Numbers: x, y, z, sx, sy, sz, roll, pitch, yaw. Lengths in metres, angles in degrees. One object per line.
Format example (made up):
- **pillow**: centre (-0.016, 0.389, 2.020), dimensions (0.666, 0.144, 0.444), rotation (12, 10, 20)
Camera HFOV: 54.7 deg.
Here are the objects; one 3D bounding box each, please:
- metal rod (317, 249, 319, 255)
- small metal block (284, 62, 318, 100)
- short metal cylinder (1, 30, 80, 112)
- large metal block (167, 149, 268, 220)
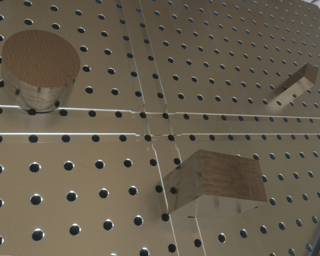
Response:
- **metal rod**: centre (0.205, 0.195, 0.399), dimensions (0.025, 0.025, 0.302), rotation (49, 51, 6)
- **small metal block**: centre (0.269, -0.089, 0.591), dimensions (0.025, 0.050, 0.050), rotation (38, 51, -3)
- **short metal cylinder**: centre (-0.138, -0.065, 0.358), dimensions (0.081, 0.050, 0.080), rotation (14, 56, -21)
- **large metal block**: centre (0.062, 0.070, 0.364), dimensions (0.081, 0.080, 0.050), rotation (12, 57, -22)
